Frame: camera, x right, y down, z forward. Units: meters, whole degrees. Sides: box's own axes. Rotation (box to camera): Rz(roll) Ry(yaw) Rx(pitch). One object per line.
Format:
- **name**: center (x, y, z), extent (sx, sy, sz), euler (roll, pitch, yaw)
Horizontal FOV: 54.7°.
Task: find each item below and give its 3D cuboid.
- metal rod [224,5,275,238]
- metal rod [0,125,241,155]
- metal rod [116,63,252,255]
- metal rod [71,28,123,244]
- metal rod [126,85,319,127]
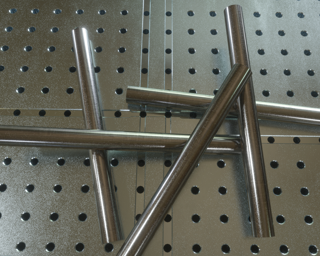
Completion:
- **metal rod**: center (0.111, -0.020, 0.394), extent (0.025, 0.025, 0.299), euler (-3, 76, -2)
- **metal rod**: center (-0.047, 0.016, 0.382), extent (0.302, 0.025, 0.025), euler (3, 70, -9)
- **metal rod**: center (0.023, 0.054, 0.364), extent (0.025, 0.025, 0.300), euler (31, 83, 10)
- **metal rod**: center (-0.087, -0.004, 0.412), extent (0.025, 0.025, 0.299), euler (-12, 70, -5)
- **metal rod**: center (0.105, -0.028, 0.423), extent (0.302, 0.025, 0.025), euler (7, 70, 2)
